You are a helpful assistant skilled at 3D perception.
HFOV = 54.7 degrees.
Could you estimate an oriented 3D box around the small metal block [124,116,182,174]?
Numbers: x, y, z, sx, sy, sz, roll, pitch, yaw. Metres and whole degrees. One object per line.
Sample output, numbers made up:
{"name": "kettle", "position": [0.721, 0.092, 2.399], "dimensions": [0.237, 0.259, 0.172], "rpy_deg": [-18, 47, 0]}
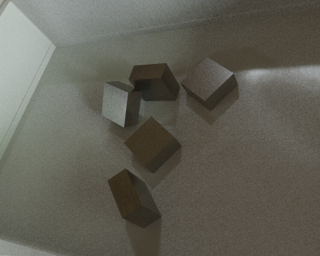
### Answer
{"name": "small metal block", "position": [-0.010, 0.021, 0.397], "dimensions": [0.050, 0.025, 0.050], "rpy_deg": [-45, 51, -3]}

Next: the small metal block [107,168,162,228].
{"name": "small metal block", "position": [-0.029, 0.081, 0.354], "dimensions": [0.025, 0.050, 0.050], "rpy_deg": [-35, 52, 5]}

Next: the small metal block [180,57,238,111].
{"name": "small metal block", "position": [0.064, -0.058, 0.407], "dimensions": [0.050, 0.025, 0.050], "rpy_deg": [-44, 51, -3]}

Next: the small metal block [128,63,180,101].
{"name": "small metal block", "position": [-0.007, -0.062, 0.430], "dimensions": [0.050, 0.050, 0.025], "rpy_deg": [2, 60, 29]}

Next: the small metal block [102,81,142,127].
{"name": "small metal block", "position": [-0.055, -0.035, 0.437], "dimensions": [0.050, 0.025, 0.050], "rpy_deg": [27, 117, 36]}
